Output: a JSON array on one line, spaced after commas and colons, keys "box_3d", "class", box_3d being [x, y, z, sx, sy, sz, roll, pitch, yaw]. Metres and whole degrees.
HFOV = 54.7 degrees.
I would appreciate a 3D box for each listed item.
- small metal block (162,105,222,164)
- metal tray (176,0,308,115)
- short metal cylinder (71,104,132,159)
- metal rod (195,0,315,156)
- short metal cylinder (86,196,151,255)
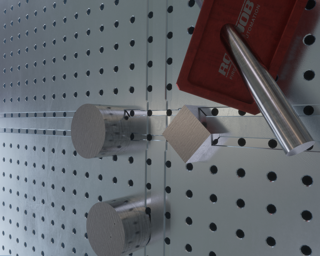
[{"box_3d": [0.038, 0.007, 0.378, 0.050, 0.025, 0.050, 51, 120, 27], "class": "small metal block"}, {"box_3d": [0.079, -0.088, 0.311, 0.090, 0.030, 0.129, 19, 105, 3], "class": "metal tray"}, {"box_3d": [-0.089, 0.004, 0.467, 0.080, 0.050, 0.079, 0, 90, 40], "class": "short metal cylinder"}, {"box_3d": [0.068, -0.106, 0.326, 0.025, 0.025, 0.299, -40, 57, 32], "class": "metal rod"}, {"box_3d": [-0.060, 0.141, 0.442, 0.080, 0.050, 0.079, 0, 90, 40], "class": "short metal cylinder"}]
